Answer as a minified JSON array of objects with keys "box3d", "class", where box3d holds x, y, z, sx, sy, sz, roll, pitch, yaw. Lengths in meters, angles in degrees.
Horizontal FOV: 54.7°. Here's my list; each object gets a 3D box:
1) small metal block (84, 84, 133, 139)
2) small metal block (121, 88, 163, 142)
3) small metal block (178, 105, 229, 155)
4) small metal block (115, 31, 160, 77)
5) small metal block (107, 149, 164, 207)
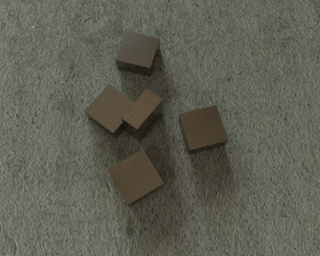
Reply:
[{"box3d":[-0.064,-0.022,0.416,0.050,0.025,0.050,36,74,12],"class":"small metal block"},{"box3d":[-0.022,-0.016,0.400,0.025,0.050,0.050,36,74,12],"class":"small metal block"},{"box3d":[0.056,0.003,0.407,0.050,0.025,0.050,-14,71,-5],"class":"small metal block"},{"box3d":[-0.031,-0.107,0.447,0.050,0.025,0.050,14,71,5],"class":"small metal block"},{"box3d":[-0.029,0.062,0.385,0.050,0.025,0.050,-29,73,-10],"class":"small metal block"}]
